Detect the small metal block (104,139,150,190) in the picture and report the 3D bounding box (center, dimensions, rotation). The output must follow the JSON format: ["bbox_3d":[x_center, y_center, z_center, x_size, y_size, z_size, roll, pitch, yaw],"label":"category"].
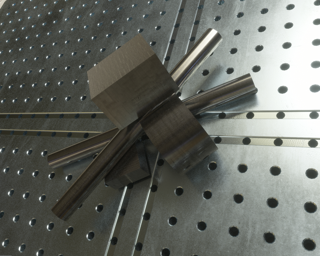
[{"bbox_3d":[-0.046,0.044,0.400,0.050,0.025,0.050,-25,53,13],"label":"small metal block"}]

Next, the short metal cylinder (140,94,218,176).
[{"bbox_3d":[0.021,0.007,0.353,0.050,0.080,0.080,-38,51,4],"label":"short metal cylinder"}]

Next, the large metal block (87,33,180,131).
[{"bbox_3d":[-0.034,-0.056,0.359,0.080,0.050,0.080,-35,34,6],"label":"large metal block"}]

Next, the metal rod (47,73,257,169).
[{"bbox_3d":[-0.022,-0.003,0.417,0.301,0.025,0.025,-21,54,15],"label":"metal rod"}]

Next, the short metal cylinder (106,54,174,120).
[{"bbox_3d":[-0.028,-0.057,0.437,0.080,0.050,0.080,-13,56,21],"label":"short metal cylinder"}]

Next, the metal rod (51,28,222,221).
[{"bbox_3d":[-0.024,-0.010,0.391,0.025,0.025,0.300,35,80,38],"label":"metal rod"}]
